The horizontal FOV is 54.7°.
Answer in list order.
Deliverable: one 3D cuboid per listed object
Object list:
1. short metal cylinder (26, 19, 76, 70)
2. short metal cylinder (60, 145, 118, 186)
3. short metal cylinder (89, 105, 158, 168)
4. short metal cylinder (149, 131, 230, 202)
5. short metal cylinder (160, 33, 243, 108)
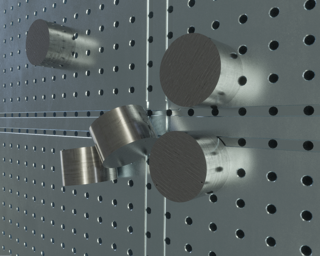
[{"bbox_3d":[-0.197,-0.149,0.556,0.080,0.050,0.079,0,90,40],"label":"short metal cylinder"},{"bbox_3d":[-0.105,0.055,0.460,0.080,0.081,0.050,-11,83,39],"label":"short metal cylinder"},{"bbox_3d":[-0.047,0.012,0.412,0.080,0.081,0.050,-40,66,33],"label":"short metal cylinder"},{"bbox_3d":[0.034,0.043,0.365,0.080,0.050,0.080,0,90,40],"label":"short metal cylinder"},{"bbox_3d":[0.047,-0.063,0.355,0.080,0.050,0.079,0,90,40],"label":"short metal cylinder"}]
